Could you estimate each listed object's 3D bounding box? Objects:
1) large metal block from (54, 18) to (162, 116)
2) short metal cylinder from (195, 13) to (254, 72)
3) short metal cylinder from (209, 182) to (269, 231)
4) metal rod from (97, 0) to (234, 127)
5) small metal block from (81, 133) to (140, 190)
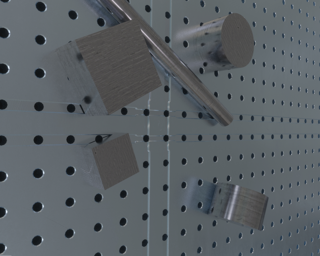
[{"bbox_3d":[-0.055,-0.067,0.347,0.081,0.050,0.080,-34,112,-35],"label":"large metal block"},{"bbox_3d":[0.100,-0.129,0.477,0.081,0.050,0.079,0,90,-40],"label":"short metal cylinder"},{"bbox_3d":[0.120,0.121,0.475,0.080,0.080,0.050,30,71,-36],"label":"short metal cylinder"},{"bbox_3d":[0.010,-0.094,0.417,0.301,0.025,0.025,40,66,-33],"label":"metal rod"},{"bbox_3d":[-0.057,0.037,0.362,0.050,0.025,0.050,-24,105,-37],"label":"small metal block"}]
